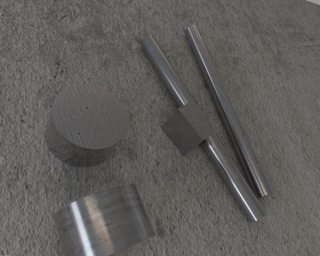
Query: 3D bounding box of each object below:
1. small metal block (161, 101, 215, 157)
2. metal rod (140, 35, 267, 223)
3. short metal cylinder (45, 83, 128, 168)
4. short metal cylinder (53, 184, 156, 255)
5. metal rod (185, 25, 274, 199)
[{"bbox_3d":[0.035,0.002,0.405,0.025,0.050,0.050,-32,80,-38],"label":"small metal block"},{"bbox_3d":[0.054,-0.009,0.437,0.025,0.025,0.299,-20,72,-36],"label":"metal rod"},{"bbox_3d":[-0.082,-0.002,0.345,0.081,0.050,0.080,14,56,-21],"label":"short metal cylinder"},{"bbox_3d":[-0.050,0.091,0.286,0.081,0.080,0.050,-12,68,-33],"label":"short metal cylinder"},{"bbox_3d":[0.100,-0.038,0.480,0.025,0.025,0.299,-5,64,-31],"label":"metal rod"}]
